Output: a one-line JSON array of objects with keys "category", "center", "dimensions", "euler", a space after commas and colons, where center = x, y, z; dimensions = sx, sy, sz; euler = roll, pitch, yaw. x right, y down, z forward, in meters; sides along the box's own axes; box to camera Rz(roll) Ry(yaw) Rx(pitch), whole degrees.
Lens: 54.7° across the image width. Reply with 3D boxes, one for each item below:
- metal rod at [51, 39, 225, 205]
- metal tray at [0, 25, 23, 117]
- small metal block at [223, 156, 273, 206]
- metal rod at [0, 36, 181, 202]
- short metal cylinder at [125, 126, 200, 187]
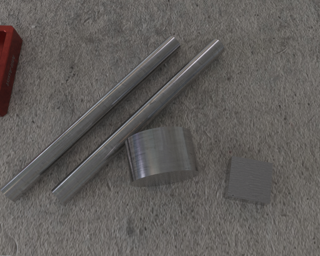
[{"category": "metal rod", "center": [-0.019, -0.018, 0.414], "dimensions": [0.025, 0.025, 0.301], "euler": [42, 75, 13]}, {"category": "metal tray", "center": [-0.254, -0.082, 0.433], "dimensions": [0.091, 0.030, 0.130], "euler": [2, 70, 0]}, {"category": "small metal block", "center": [0.109, 0.066, 0.385], "dimensions": [0.050, 0.025, 0.050], "euler": [10, 70, 3]}, {"category": "metal rod", "center": [-0.082, -0.021, 0.415], "dimensions": [0.025, 0.025, 0.301], "euler": [41, 75, 13]}, {"category": "short metal cylinder", "center": [0.002, 0.036, 0.366], "dimensions": [0.081, 0.080, 0.050], "euler": [-9, 70, -3]}]
